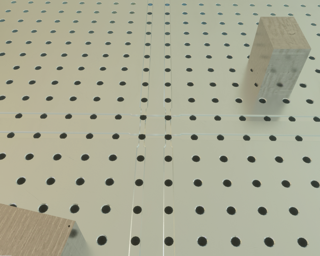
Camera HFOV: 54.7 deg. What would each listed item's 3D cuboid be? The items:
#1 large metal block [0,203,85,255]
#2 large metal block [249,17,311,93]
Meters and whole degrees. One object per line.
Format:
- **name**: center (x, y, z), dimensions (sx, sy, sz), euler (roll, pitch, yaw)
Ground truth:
- **large metal block**: center (-0.127, 0.124, 0.285), dimensions (0.080, 0.050, 0.080), euler (10, 51, 8)
- **large metal block**: center (0.175, -0.110, 0.467), dimensions (0.050, 0.080, 0.080), euler (0, 50, -1)
